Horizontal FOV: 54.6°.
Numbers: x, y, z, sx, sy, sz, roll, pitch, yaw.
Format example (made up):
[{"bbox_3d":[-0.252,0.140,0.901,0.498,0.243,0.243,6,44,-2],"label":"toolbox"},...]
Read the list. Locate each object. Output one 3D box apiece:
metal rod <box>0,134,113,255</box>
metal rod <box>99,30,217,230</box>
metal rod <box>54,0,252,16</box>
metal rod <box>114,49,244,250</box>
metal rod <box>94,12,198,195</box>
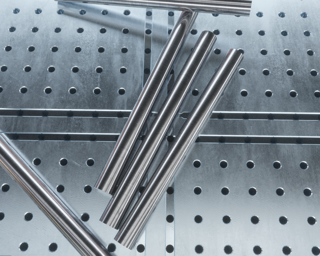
[{"bbox_3d":[-0.125,0.100,0.374,0.300,0.025,0.025,42,75,13],"label":"metal rod"},{"bbox_3d":[0.006,-0.010,0.415,0.025,0.025,0.300,25,72,9],"label":"metal rod"},{"bbox_3d":[-0.019,-0.192,0.462,0.301,0.025,0.025,9,70,10],"label":"metal rod"},{"bbox_3d":[0.033,0.015,0.406,0.025,0.025,0.300,29,72,10],"label":"metal rod"},{"bbox_3d":[-0.011,-0.051,0.430,0.025,0.025,0.300,22,71,8],"label":"metal rod"}]
